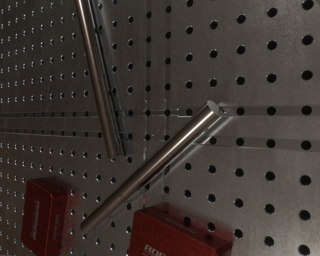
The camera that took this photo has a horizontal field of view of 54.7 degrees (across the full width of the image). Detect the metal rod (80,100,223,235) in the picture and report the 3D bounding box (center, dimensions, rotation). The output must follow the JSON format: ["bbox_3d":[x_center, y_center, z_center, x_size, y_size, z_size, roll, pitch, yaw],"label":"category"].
[{"bbox_3d":[-0.027,0.070,0.429,0.299,0.025,0.025,-45,63,30],"label":"metal rod"}]

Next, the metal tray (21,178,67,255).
[{"bbox_3d":[-0.222,0.170,0.585,0.090,0.030,0.129,15,99,38],"label":"metal tray"}]

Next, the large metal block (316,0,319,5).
[{"bbox_3d":[0.150,-0.155,0.249,0.050,0.081,0.079,5,93,39],"label":"large metal block"}]

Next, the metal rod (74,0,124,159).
[{"bbox_3d":[-0.101,-0.098,0.489,0.025,0.025,0.299,-23,76,37],"label":"metal rod"}]

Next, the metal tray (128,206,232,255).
[{"bbox_3d":[0.018,0.165,0.390,0.130,0.030,0.089,14,99,38],"label":"metal tray"}]
